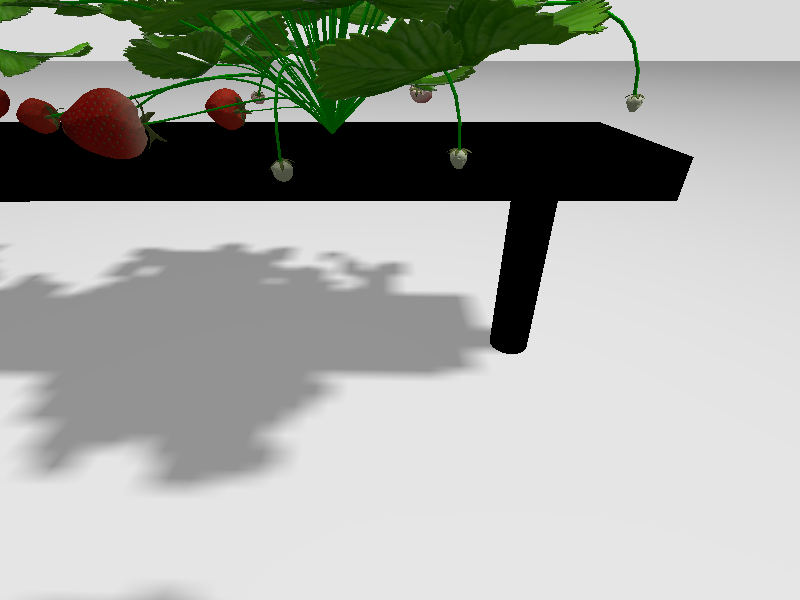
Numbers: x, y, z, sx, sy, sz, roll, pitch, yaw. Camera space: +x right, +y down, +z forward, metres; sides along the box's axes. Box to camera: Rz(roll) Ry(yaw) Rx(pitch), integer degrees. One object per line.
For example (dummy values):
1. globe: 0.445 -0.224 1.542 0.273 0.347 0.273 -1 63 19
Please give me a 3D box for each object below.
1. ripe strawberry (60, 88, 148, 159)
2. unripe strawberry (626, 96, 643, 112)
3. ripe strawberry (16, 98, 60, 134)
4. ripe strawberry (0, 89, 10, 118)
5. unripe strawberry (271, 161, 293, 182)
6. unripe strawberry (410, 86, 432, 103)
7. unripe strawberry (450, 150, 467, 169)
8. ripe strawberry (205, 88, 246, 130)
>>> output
1. ripe strawberry: -0.182 -0.107 0.246 0.042 0.041 0.039 -20 37 -28
2. unripe strawberry: 0.156 -0.131 0.267 0.010 0.010 0.011 8 33 12
3. ripe strawberry: -0.294 -0.149 0.324 0.027 0.026 0.025 0 32 1
4. ripe strawberry: -0.393 -0.188 0.377 0.040 0.040 0.037 -18 36 -27
5. unripe strawberry: -0.058 -0.064 0.199 0.011 0.010 0.010 1 32 1
6. unripe strawberry: 0.026 -0.249 0.482 0.028 0.025 0.026 13 -2 19
7. unripe strawberry: 0.029 -0.071 0.203 0.009 0.010 0.010 -18 36 -26
8. ripe strawberry: -0.150 -0.162 0.341 0.033 0.032 0.031 8 33 13
